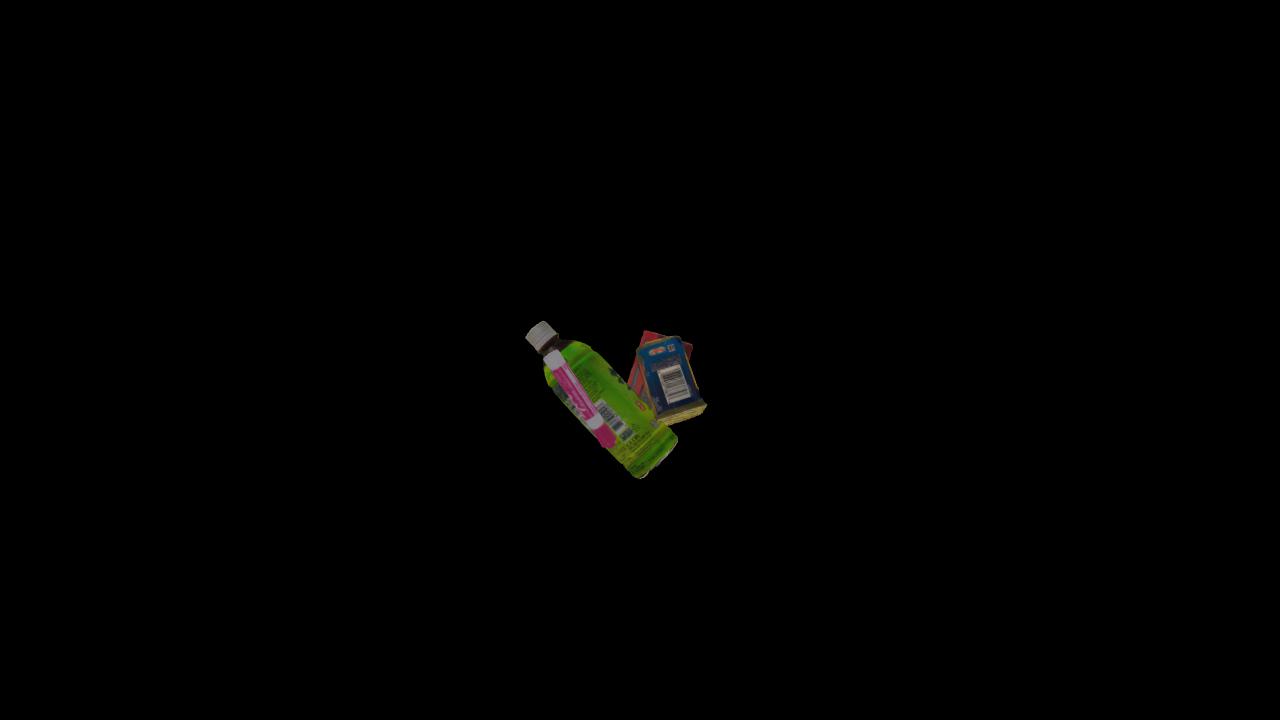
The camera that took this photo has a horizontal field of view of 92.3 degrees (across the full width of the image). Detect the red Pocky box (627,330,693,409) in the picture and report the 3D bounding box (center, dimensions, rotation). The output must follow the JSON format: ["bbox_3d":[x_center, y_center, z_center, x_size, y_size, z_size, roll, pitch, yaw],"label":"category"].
[{"bbox_3d":[0.013,0.044,0.770,0.028,0.155,0.083,20,3,37],"label":"red Pocky box"}]

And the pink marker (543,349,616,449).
[{"bbox_3d":[-0.061,0.043,0.646,0.020,0.121,0.020,-30,14,9],"label":"pink marker"}]

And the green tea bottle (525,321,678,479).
[{"bbox_3d":[-0.050,0.040,0.712,0.073,0.212,0.073,-43,0,0],"label":"green tea bottle"}]

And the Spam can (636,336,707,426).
[{"bbox_3d":[0.033,0.026,0.699,0.058,0.085,0.101,-17,-12,-3],"label":"Spam can"}]
